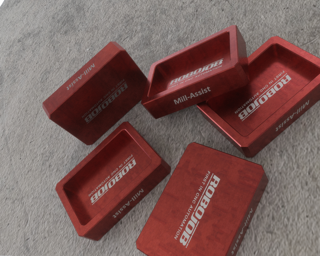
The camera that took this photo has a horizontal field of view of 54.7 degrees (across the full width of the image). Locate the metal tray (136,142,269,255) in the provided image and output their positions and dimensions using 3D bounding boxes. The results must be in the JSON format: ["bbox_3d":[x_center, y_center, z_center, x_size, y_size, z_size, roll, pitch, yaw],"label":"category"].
[{"bbox_3d":[0.044,0.087,0.324,0.090,0.030,0.130,19,71,35],"label":"metal tray"}]

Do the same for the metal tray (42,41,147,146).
[{"bbox_3d":[-0.083,-0.045,0.432,0.130,0.090,0.030,-43,51,-1],"label":"metal tray"}]

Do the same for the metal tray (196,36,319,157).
[{"bbox_3d":[0.120,-0.039,0.361,0.130,0.030,0.090,-41,51,0],"label":"metal tray"}]

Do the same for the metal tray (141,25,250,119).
[{"bbox_3d":[0.043,-0.070,0.393,0.130,0.030,0.090,-20,39,28],"label":"metal tray"}]

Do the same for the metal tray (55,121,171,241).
[{"bbox_3d":[-0.062,0.064,0.393,0.130,0.030,0.090,-43,51,-2],"label":"metal tray"}]
